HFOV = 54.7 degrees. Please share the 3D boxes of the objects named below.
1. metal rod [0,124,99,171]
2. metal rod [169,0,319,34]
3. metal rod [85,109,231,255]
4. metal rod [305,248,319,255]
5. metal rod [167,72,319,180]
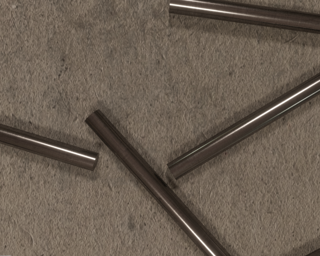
[{"bbox_3d":[-0.229,0.001,0.406,0.302,0.025,0.025,17,90,-1],"label":"metal rod"},{"bbox_3d":[0.163,-0.145,0.412,0.302,0.025,0.025,8,90,-1],"label":"metal rod"},{"bbox_3d":[0.011,0.095,0.410,0.025,0.025,0.300,-42,91,0],"label":"metal rod"},{"bbox_3d":[0.115,0.227,0.411,0.301,0.025,0.025,-27,90,-1],"label":"metal rod"},{"bbox_3d":[0.144,-0.019,0.411,0.301,0.025,0.025,-31,90,-1],"label":"metal rod"}]
